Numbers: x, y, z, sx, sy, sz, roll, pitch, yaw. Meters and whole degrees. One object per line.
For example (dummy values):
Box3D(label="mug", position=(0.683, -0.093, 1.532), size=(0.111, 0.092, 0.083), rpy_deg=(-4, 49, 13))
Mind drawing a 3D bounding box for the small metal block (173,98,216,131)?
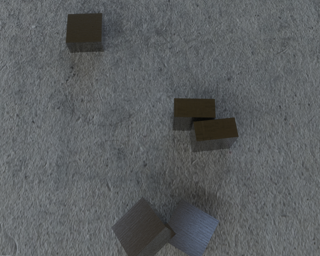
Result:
Box3D(label="small metal block", position=(0.042, -0.016, 0.401), size=(0.050, 0.050, 0.025), rpy_deg=(1, 70, 0))

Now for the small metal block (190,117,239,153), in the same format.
Box3D(label="small metal block", position=(0.066, 0.010, 0.392), size=(0.050, 0.050, 0.025), rpy_deg=(-6, 70, -2))

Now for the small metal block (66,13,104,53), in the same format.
Box3D(label="small metal block", position=(-0.109, -0.141, 0.459), size=(0.050, 0.025, 0.050), rpy_deg=(-2, 70, -1))

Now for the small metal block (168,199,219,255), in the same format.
Box3D(label="small metal block", position=(0.034, 0.120, 0.365), size=(0.050, 0.025, 0.050), rpy_deg=(29, 72, 10))

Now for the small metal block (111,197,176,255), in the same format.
Box3D(label="small metal block", position=(-0.019, 0.116, 0.350), size=(0.050, 0.025, 0.050), rpy_deg=(-44, 45, -4))
